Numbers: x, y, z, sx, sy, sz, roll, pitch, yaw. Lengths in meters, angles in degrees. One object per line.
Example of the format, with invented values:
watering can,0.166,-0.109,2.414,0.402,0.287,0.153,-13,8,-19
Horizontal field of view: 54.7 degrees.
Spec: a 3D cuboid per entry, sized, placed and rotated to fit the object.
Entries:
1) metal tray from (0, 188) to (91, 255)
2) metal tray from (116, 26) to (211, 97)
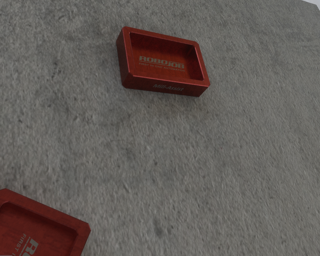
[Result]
metal tray,-0.126,0.127,0.255,0.090,0.030,0.130,28,52,-11
metal tray,0.005,-0.097,0.464,0.131,0.030,0.090,4,60,-27
